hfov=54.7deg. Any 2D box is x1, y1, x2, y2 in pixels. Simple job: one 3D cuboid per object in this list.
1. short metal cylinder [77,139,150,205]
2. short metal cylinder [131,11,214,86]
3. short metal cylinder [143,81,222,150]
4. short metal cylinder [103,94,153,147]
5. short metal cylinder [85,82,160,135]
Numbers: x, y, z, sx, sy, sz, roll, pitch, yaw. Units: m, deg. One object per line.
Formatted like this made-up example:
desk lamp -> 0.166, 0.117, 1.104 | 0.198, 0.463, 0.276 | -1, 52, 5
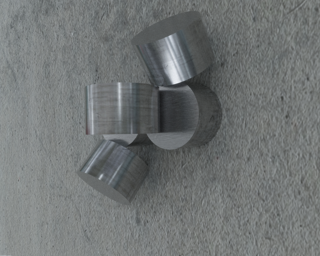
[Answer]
short metal cylinder -> -0.061, 0.059, 0.410 | 0.080, 0.080, 0.050 | 10, 57, 39
short metal cylinder -> 0.015, -0.090, 0.348 | 0.080, 0.080, 0.050 | 1, 129, 39
short metal cylinder -> 0.026, -0.016, 0.367 | 0.080, 0.050, 0.079 | 0, 90, 39
short metal cylinder -> -0.037, -0.015, 0.417 | 0.080, 0.050, 0.079 | 0, 90, 39
short metal cylinder -> -0.040, -0.018, 0.337 | 0.080, 0.081, 0.050 | -2, 89, 39
